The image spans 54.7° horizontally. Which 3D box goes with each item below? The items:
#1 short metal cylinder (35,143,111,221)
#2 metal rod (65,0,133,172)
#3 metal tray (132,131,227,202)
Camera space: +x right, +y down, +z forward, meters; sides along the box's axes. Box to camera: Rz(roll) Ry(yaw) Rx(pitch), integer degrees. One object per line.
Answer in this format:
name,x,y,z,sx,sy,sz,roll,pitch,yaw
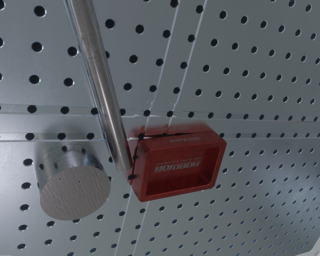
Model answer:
short metal cylinder,-0.106,0.065,0.377,0.081,0.050,0.079,-14,124,-21
metal rod,-0.069,-0.070,0.330,0.025,0.025,0.298,-21,127,-16
metal tray,0.029,0.056,0.458,0.131,0.030,0.089,-5,121,-26
